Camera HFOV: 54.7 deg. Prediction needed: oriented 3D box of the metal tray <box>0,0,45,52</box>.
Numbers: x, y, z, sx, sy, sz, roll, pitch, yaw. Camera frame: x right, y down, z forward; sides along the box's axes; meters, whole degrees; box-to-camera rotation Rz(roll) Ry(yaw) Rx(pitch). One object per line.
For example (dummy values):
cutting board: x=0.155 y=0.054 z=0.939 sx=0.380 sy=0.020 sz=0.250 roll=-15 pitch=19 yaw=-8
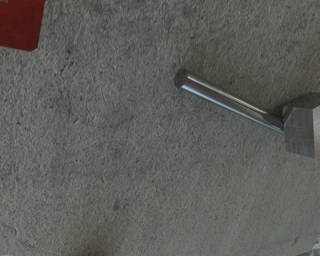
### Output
metal tray: x=-0.161 y=-0.119 z=0.242 sx=0.131 sy=0.030 sz=0.089 roll=5 pitch=116 yaw=-31

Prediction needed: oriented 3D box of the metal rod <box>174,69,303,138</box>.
metal rod: x=0.142 y=-0.023 z=0.472 sx=0.302 sy=0.025 sz=0.025 roll=18 pitch=109 yaw=-36

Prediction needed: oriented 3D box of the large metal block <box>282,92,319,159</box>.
large metal block: x=0.248 y=-0.007 z=0.502 sx=0.081 sy=0.050 sz=0.079 roll=-23 pitch=111 yaw=-30
